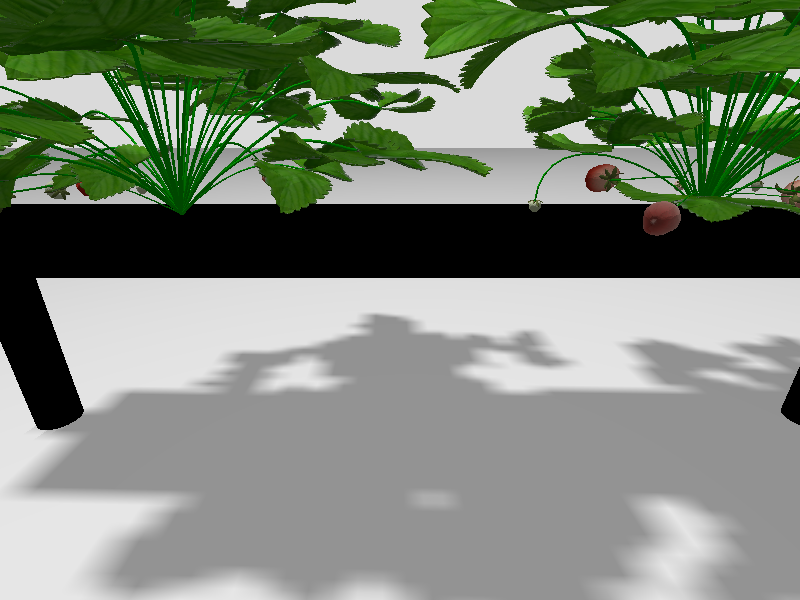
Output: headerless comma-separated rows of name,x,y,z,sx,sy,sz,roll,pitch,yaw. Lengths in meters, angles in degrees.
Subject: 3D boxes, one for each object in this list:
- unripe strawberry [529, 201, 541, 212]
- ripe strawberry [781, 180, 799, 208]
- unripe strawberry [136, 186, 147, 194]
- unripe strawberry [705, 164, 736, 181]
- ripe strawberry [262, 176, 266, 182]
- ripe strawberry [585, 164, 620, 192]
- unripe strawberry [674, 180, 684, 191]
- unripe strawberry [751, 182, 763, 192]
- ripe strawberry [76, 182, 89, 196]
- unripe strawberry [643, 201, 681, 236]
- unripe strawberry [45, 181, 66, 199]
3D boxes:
unripe strawberry,0.114,-0.079,0.339,0.010,0.010,0.009,-1,22,-2
ripe strawberry,0.353,-0.090,0.341,0.038,0.032,0.038,1,22,0
unripe strawberry,-0.289,-0.124,0.448,0.011,0.010,0.010,-19,29,-38
unripe strawberry,0.413,-0.160,0.516,0.032,0.033,0.034,17,27,36
ripe strawberry,-0.182,-0.171,0.560,0.021,0.018,0.021,1,-12,2
ripe strawberry,0.238,-0.145,0.477,0.037,0.032,0.037,-3,22,-8
unripe strawberry,0.341,-0.139,0.487,0.012,0.014,0.014,11,3,25
unripe strawberry,0.402,-0.128,0.452,0.011,0.011,0.010,-17,28,-36
ripe strawberry,-0.352,-0.127,0.450,0.021,0.020,0.019,39,37,18
unripe strawberry,0.177,-0.055,0.273,0.024,0.023,0.022,-20,29,-38
unripe strawberry,-0.372,-0.118,0.431,0.020,0.019,0.018,6,22,27
